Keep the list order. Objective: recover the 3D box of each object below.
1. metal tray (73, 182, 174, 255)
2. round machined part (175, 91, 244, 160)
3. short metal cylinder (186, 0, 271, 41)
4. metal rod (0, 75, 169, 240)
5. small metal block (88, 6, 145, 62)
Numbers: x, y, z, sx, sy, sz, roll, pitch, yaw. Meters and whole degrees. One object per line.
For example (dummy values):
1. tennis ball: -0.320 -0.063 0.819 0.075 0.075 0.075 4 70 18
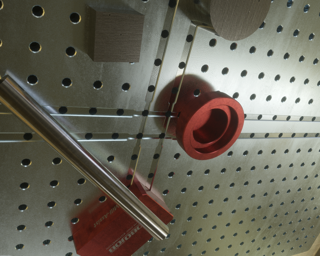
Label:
1. metal tray: -0.054 0.152 0.474 0.130 0.030 0.090 -41 130 -1
2. round machined part: 0.065 -0.007 0.434 0.099 0.042 0.097 -14 125 -21
3. short metal cylinder: 0.077 -0.145 0.349 0.081 0.050 0.079 -14 125 -21
4. metal rod: -0.077 0.056 0.379 0.025 0.025 0.300 -40 122 -2
5. small metal block: -0.047 -0.097 0.326 0.050 0.025 0.050 -5 121 -26
